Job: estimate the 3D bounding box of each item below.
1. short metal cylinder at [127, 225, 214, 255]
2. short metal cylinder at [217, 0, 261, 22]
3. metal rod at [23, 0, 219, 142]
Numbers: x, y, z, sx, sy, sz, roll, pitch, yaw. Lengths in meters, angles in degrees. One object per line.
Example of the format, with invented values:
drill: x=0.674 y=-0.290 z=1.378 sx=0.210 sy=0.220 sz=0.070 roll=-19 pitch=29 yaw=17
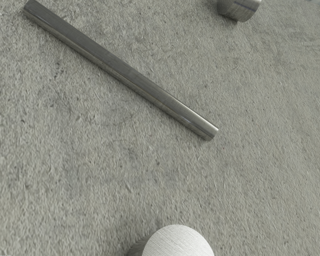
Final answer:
short metal cylinder: x=0.009 y=0.142 z=0.306 sx=0.081 sy=0.050 sz=0.080 roll=14 pitch=56 yaw=-21
short metal cylinder: x=0.156 y=-0.255 z=0.608 sx=0.050 sy=0.080 sz=0.080 roll=14 pitch=56 yaw=-21
metal rod: x=-0.048 y=-0.075 z=0.423 sx=0.301 sy=0.025 sz=0.025 roll=34 pitch=51 yaw=-6
